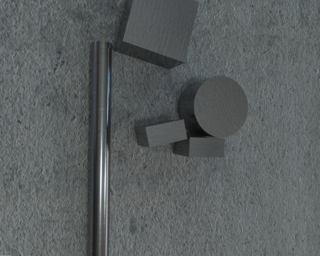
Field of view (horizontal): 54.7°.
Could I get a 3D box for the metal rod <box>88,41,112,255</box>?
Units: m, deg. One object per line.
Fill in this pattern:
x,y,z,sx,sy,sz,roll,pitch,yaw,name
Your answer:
-0.074,0.045,0.382,0.025,0.025,0.298,1,90,-20,metal rod

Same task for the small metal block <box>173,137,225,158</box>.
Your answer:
0.051,0.025,0.416,0.050,0.050,0.025,3,89,-20,small metal block

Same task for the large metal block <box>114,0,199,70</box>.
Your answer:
-0.005,-0.129,0.394,0.081,0.050,0.080,15,85,-20,large metal block

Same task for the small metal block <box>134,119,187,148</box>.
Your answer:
0.000,0.006,0.397,0.050,0.050,0.025,-12,95,-20,small metal block

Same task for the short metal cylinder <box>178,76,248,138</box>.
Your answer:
0.071,-0.028,0.423,0.081,0.050,0.079,0,90,-21,short metal cylinder
